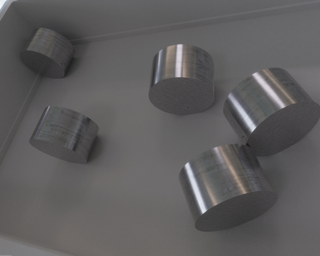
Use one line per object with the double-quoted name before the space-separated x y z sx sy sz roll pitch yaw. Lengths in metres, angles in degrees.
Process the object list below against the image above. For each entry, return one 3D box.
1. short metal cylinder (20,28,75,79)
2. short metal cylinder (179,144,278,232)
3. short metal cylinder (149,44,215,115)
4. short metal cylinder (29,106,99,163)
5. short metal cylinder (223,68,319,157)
"short metal cylinder" -0.201 -0.133 0.558 0.080 0.080 0.050 3 63 29
"short metal cylinder" 0.064 0.059 0.300 0.080 0.080 0.050 -27 52 11
"short metal cylinder" 0.028 -0.059 0.392 0.080 0.080 0.050 -9 58 23
"short metal cylinder" -0.132 0.011 0.433 0.080 0.080 0.050 3 63 29
"short metal cylinder" 0.113 -0.015 0.320 0.080 0.080 0.050 -31 52 9
